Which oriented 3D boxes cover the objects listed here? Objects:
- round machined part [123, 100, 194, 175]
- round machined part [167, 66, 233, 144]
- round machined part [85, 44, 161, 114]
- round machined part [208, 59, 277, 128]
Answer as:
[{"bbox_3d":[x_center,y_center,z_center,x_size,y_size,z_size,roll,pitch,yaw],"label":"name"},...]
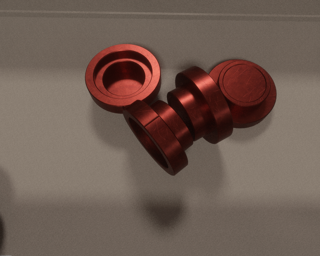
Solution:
[{"bbox_3d":[0.002,0.006,0.369,0.042,0.098,0.098,-38,75,-12],"label":"round machined part"},{"bbox_3d":[0.043,-0.023,0.380,0.042,0.098,0.098,-28,73,-10],"label":"round machined part"},{"bbox_3d":[-0.047,-0.062,0.419,0.099,0.042,0.098,-1,65,2],"label":"round machined part"},{"bbox_3d":[0.110,-0.052,0.421,0.099,0.042,0.098,0,70,-1],"label":"round machined part"}]
